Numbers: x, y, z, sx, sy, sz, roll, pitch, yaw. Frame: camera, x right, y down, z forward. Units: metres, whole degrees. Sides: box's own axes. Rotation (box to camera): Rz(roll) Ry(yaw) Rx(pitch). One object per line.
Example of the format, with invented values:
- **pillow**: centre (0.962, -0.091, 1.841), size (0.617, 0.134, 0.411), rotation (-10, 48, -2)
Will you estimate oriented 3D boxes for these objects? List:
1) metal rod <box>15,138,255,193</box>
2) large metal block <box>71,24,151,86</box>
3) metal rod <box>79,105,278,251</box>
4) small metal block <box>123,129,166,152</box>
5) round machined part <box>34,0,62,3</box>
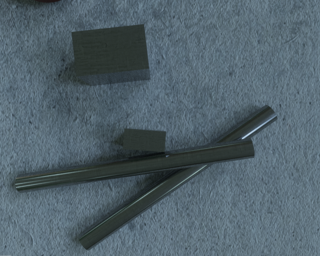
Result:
- **metal rod**: centre (-0.035, 0.049, 0.394), size (0.302, 0.025, 0.025), rotation (-9, 90, 5)
- **large metal block**: centre (-0.055, -0.086, 0.382), size (0.081, 0.080, 0.050), rotation (-6, 90, 0)
- **metal rod**: centre (0.024, 0.065, 0.410), size (0.301, 0.025, 0.025), rotation (-35, 90, -1)
- **small metal block**: centre (-0.019, 0.015, 0.397), size (0.050, 0.050, 0.025), rotation (4, 90, 0)
- **round machined part**: centre (-0.145, -0.210, 0.399), size (0.099, 0.042, 0.097), rotation (0, 90, -1)
